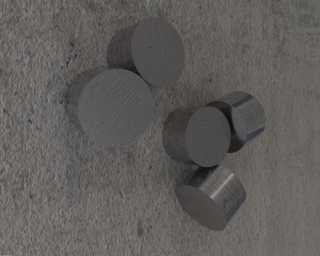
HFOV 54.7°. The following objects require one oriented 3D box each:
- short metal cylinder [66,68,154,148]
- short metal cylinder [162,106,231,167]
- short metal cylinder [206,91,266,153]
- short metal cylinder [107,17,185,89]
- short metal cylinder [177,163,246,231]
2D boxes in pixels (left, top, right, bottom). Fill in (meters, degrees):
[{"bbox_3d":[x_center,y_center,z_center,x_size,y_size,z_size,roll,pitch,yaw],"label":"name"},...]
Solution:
[{"bbox_3d":[-0.054,-0.024,0.331,0.081,0.050,0.079,-8,105,-29],"label":"short metal cylinder"},{"bbox_3d":[0.050,0.011,0.425,0.081,0.050,0.079,-1,91,-34],"label":"short metal cylinder"},{"bbox_3d":[0.107,-0.009,0.458,0.050,0.080,0.080,-26,107,-37],"label":"short metal cylinder"},{"bbox_3d":[-0.016,-0.087,0.375,0.081,0.050,0.080,0,90,-40],"label":"short metal cylinder"},{"bbox_3d":[0.070,0.094,0.428,0.050,0.080,0.080,-40,115,-33],"label":"short metal cylinder"}]
